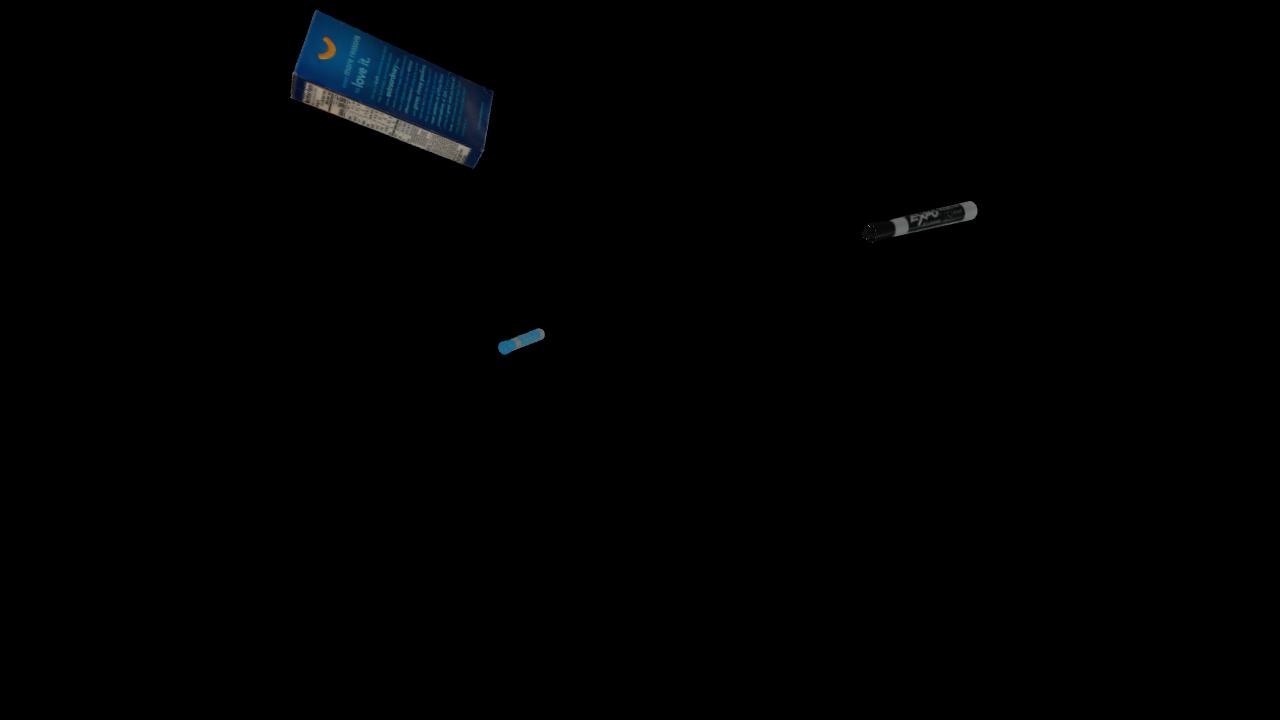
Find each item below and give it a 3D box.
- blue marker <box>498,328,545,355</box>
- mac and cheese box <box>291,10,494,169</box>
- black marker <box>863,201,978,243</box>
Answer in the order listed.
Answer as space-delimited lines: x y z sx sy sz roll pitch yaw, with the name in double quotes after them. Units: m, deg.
-0.174 -0.028 0.905 0.020 0.020 0.121 0 12 17 "blue marker"
-0.251 -0.278 0.644 0.184 0.093 0.041 16 -28 -28 "mac and cheese box"
0.271 -0.134 0.597 0.121 0.020 0.020 -14 3 -12 "black marker"
